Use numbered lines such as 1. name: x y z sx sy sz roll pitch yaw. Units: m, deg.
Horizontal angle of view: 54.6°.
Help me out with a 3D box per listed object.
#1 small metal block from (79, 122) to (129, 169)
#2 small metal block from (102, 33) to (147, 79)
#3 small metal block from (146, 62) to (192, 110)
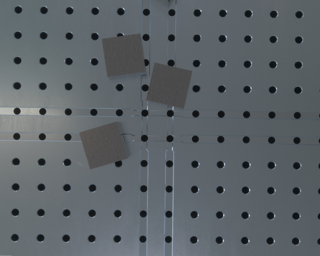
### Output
1. small metal block: -0.073 0.023 0.413 0.050 0.025 0.050 -17 90 0
2. small metal block: -0.047 -0.094 0.413 0.050 0.025 0.050 -8 90 0
3. small metal block: 0.012 -0.055 0.413 0.050 0.025 0.050 13 90 0
